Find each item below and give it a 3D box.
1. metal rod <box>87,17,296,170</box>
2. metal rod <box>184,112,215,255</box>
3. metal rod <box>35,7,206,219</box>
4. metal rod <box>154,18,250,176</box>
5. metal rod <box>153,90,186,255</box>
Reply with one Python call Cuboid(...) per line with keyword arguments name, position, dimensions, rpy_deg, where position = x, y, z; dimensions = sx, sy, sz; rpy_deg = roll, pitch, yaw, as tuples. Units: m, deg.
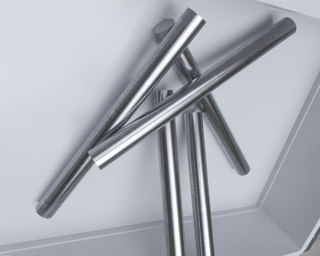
Cuboid(name="metal rod", position=(0.048, -0.049, 0.371), dimensions=(0.301, 0.025, 0.025), rpy_deg=(-35, 130, -13))
Cuboid(name="metal rod", position=(0.059, 0.128, 0.427), dimensions=(0.025, 0.025, 0.298), rpy_deg=(-6, 91, -26))
Cuboid(name="metal rod", position=(-0.054, -0.006, 0.358), dimensions=(0.025, 0.025, 0.299), rpy_deg=(28, 108, -38))
Cuboid(name="metal rod", position=(0.074, -0.021, 0.437), dimensions=(0.025, 0.025, 0.300), rpy_deg=(-39, 130, -2))
Cuboid(name="metal rod", position=(0.016, 0.102, 0.397), dimensions=(0.025, 0.025, 0.298), rpy_deg=(-7, 95, -26))
